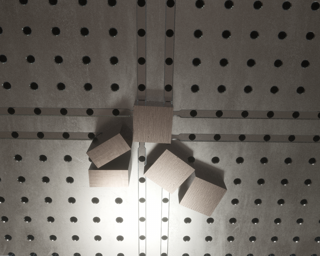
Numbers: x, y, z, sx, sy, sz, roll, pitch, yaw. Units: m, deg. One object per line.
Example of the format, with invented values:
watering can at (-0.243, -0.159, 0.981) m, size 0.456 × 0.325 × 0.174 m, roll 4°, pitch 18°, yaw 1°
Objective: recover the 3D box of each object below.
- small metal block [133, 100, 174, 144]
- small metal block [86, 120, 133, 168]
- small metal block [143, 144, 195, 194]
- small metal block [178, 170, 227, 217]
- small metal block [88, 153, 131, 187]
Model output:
small metal block at (-0.009, -0.008, 0.410) m, size 0.050 × 0.025 × 0.050 m, roll 3°, pitch 110°, yaw -2°
small metal block at (-0.064, 0.020, 0.407) m, size 0.050 × 0.050 × 0.025 m, roll -30°, pitch 108°, yaw 10°
small metal block at (0.013, 0.056, 0.434) m, size 0.050 × 0.025 × 0.050 m, roll 37°, pitch 106°, yaw -13°
small metal block at (0.061, 0.094, 0.449) m, size 0.050 × 0.025 × 0.050 m, roll 24°, pitch 108°, yaw -9°
small metal block at (-0.066, 0.056, 0.420) m, size 0.050 × 0.050 × 0.025 m, roll 0°, pitch 110°, yaw -1°
